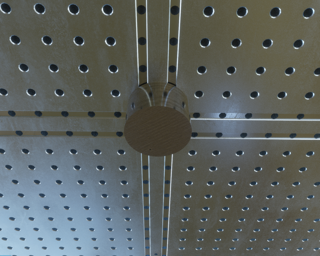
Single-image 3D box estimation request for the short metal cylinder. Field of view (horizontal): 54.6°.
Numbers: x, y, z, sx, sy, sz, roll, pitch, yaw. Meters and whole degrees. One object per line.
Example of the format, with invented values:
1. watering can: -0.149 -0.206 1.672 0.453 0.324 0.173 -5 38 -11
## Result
1. short metal cylinder: -0.002 -0.010 0.386 0.080 0.050 0.080 0 130 0
